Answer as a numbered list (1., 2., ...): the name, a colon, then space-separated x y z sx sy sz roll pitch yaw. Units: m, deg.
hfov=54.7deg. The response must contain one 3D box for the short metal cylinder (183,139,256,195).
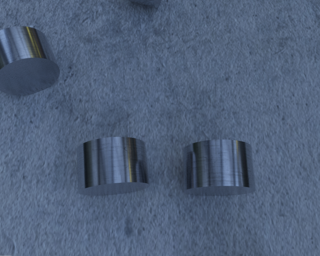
1. short metal cylinder: 0.068 0.049 0.362 0.081 0.080 0.050 0 70 0

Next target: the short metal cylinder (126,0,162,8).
1. short metal cylinder: -0.020 -0.227 0.462 0.050 0.080 0.080 17 71 6

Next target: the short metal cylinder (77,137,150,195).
1. short metal cylinder: -0.055 0.047 0.361 0.081 0.080 0.050 -6 70 -3

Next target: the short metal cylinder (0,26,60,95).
1. short metal cylinder: -0.180 -0.087 0.408 0.080 0.080 0.050 -23 72 -8
